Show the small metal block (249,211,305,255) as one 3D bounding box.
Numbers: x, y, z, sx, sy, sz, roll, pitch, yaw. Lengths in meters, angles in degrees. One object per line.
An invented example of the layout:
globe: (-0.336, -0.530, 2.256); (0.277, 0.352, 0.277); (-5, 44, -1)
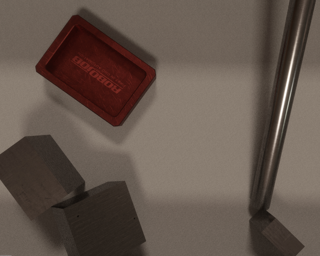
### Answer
small metal block: (0.150, 0.135, 0.401); (0.050, 0.050, 0.025); (45, 90, -1)

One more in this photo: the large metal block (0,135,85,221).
large metal block: (-0.146, 0.056, 0.382); (0.050, 0.080, 0.080); (-36, 90, 0)

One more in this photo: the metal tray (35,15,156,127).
metal tray: (-0.082, -0.073, 0.407); (0.130, 0.030, 0.090); (36, 90, -1)

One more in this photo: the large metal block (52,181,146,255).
large metal block: (-0.075, 0.118, 0.379); (0.081, 0.050, 0.080); (-20, 92, -35)

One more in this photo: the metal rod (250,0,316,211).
metal rod: (0.142, -0.035, 0.359); (0.025, 0.025, 0.298); (3, 112, -1)
